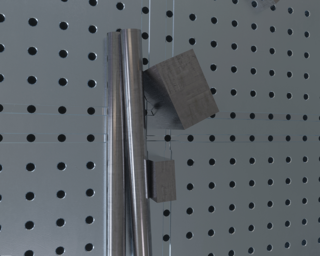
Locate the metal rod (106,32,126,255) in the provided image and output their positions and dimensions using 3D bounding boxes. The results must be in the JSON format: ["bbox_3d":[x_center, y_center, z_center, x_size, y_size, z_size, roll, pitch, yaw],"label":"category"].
[{"bbox_3d":[-0.055,0.031,0.392,0.025,0.025,0.298,0,90,-20],"label":"metal rod"}]

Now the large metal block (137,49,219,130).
[{"bbox_3d":[0.019,-0.045,0.391,0.050,0.080,0.080,-27,99,-18],"label":"large metal block"}]

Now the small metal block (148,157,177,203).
[{"bbox_3d":[-0.001,0.064,0.399,0.025,0.050,0.050,-3,91,-20],"label":"small metal block"}]

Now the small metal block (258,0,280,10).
[{"bbox_3d":[0.171,-0.221,0.475,0.050,0.025,0.050,-45,104,-15],"label":"small metal block"}]

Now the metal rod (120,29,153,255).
[{"bbox_3d":[-0.028,0.031,0.388,0.025,0.025,0.298,-5,97,-20],"label":"metal rod"}]
